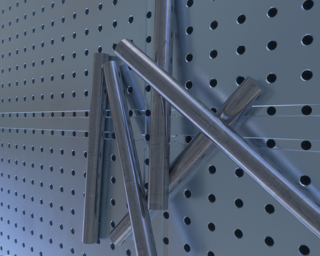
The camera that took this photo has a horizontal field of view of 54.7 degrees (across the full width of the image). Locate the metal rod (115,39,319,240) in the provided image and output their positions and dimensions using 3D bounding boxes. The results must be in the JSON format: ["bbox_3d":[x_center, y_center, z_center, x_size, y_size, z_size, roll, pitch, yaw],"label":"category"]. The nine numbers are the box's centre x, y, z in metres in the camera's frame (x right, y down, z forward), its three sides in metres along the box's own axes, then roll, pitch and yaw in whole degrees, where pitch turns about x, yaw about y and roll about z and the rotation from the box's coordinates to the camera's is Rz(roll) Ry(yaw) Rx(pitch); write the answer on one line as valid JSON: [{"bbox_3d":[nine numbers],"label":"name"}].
[{"bbox_3d":[0.057,0.000,0.328,0.300,0.025,0.025,44,117,19],"label":"metal rod"}]

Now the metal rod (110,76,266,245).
[{"bbox_3d":[0.019,0.058,0.391,0.298,0.025,0.025,-52,60,27],"label":"metal rod"}]

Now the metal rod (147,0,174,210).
[{"bbox_3d":[0.002,-0.052,0.386,0.025,0.025,0.298,-3,82,39],"label":"metal rod"}]

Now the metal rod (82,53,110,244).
[{"bbox_3d":[-0.102,0.033,0.490,0.025,0.025,0.298,7,94,39],"label":"metal rod"}]

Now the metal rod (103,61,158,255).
[{"bbox_3d":[-0.042,0.042,0.417,0.025,0.025,0.299,-29,65,36],"label":"metal rod"}]
